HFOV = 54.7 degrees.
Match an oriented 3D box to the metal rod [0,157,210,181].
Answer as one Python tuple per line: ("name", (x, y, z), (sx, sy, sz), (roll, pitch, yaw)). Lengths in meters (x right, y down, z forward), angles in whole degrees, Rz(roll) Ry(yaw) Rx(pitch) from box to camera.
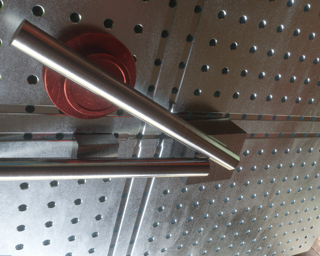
("metal rod", (-0.084, 0.047, 0.360), (0.302, 0.025, 0.025), (2, 118, -18))

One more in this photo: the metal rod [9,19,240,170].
("metal rod", (-0.008, -0.016, 0.336), (0.301, 0.025, 0.025), (30, 102, -35))

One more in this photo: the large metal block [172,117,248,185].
("large metal block", (0.068, 0.032, 0.450), (0.081, 0.050, 0.079), (-2, 120, -28))

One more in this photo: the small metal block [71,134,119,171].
("small metal block", (-0.083, 0.035, 0.389), (0.050, 0.025, 0.050), (-1, 119, -29))

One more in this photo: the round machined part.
("round machined part", (-0.071, -0.052, 0.330), (0.099, 0.042, 0.097), (-14, 125, -21))
